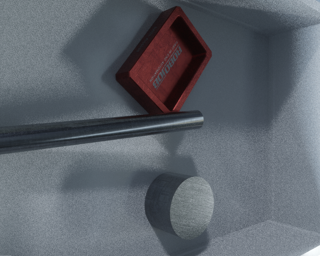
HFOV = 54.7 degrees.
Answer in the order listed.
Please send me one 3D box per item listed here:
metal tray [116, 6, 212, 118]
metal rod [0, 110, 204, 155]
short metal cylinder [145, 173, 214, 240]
[{"bbox_3d":[0.011,-0.085,0.413,0.090,0.030,0.130,46,62,-31],"label":"metal tray"},{"bbox_3d":[-0.077,0.004,0.321,0.303,0.025,0.025,-7,95,-33],"label":"metal rod"},{"bbox_3d":[0.027,0.102,0.415,0.081,0.050,0.079,0,90,-40],"label":"short metal cylinder"}]
